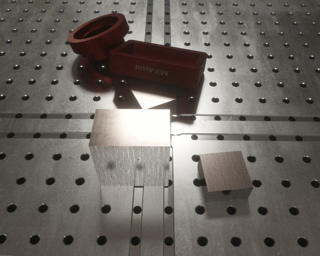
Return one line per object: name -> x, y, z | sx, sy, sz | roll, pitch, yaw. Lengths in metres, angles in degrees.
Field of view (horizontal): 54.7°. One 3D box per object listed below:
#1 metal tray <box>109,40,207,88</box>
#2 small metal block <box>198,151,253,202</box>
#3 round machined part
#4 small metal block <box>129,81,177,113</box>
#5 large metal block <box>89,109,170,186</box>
metal tray -> 0.000, -0.100, 0.467 | 0.131, 0.030, 0.090 | 13, 29, 10
small metal block -> 0.074, 0.056, 0.362 | 0.050, 0.025, 0.050 | -4, 50, -4
round machined part -> -0.095, -0.144, 0.503 | 0.098, 0.042, 0.098 | -14, 38, 12
small metal block -> -0.010, -0.041, 0.442 | 0.050, 0.025, 0.050 | -20, 53, -16
large metal block -> -0.030, 0.024, 0.351 | 0.081, 0.080, 0.050 | 0, 50, 0
